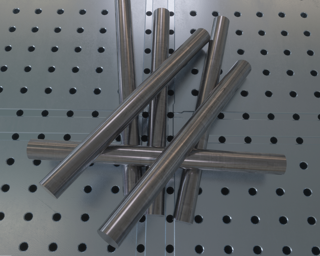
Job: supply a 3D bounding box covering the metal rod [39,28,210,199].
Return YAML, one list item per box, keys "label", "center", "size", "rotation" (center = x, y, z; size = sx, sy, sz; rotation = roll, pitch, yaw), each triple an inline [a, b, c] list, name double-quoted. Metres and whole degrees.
- label: "metal rod"
  center: [-0.026, -0.035, 0.386]
  size: [0.025, 0.025, 0.301]
  rotation: [35, 62, 12]

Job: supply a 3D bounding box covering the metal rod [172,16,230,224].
- label: "metal rod"
  center: [0.060, -0.025, 0.421]
  size: [0.025, 0.025, 0.299]
  rotation: [12, 70, 4]

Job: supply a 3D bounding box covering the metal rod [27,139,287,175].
- label: "metal rod"
  center: [-0.005, 0.034, 0.371]
  size: [0.302, 0.025, 0.025]
  rotation: [3, 70, 1]

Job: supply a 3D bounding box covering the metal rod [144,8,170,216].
- label: "metal rod"
  center: [-0.002, -0.035, 0.424]
  size: [0.025, 0.025, 0.299]
  rotation: [2, 70, 1]

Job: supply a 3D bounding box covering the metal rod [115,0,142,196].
- label: "metal rod"
  center: [-0.045, -0.057, 0.432]
  size: [0.025, 0.025, 0.299]
  rotation: [-5, 70, -2]

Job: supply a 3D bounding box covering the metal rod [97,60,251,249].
- label: "metal rod"
  center: [0.036, 0.006, 0.362]
  size: [0.025, 0.025, 0.301]
  rotation: [34, 56, 11]
